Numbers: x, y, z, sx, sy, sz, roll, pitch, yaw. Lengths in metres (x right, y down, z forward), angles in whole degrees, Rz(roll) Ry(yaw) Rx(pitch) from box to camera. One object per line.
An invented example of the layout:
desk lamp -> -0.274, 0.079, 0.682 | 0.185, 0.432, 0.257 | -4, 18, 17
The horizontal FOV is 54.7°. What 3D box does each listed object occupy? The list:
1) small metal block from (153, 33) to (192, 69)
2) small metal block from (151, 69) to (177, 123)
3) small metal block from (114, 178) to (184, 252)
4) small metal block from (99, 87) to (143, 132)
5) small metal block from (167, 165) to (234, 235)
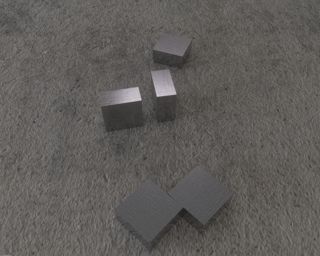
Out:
small metal block -> 0.021, -0.128, 0.511 | 0.050, 0.025, 0.050 | 17, 52, 13
small metal block -> 0.004, -0.044, 0.423 | 0.025, 0.050, 0.050 | -8, 51, -6
small metal block -> -0.011, 0.090, 0.327 | 0.050, 0.025, 0.050 | 36, 59, 26
small metal block -> -0.050, -0.024, 0.406 | 0.050, 0.050, 0.025 | -10, 51, -8
small metal block -> 0.043, 0.077, 0.339 | 0.050, 0.025, 0.050 | 37, 59, 27
